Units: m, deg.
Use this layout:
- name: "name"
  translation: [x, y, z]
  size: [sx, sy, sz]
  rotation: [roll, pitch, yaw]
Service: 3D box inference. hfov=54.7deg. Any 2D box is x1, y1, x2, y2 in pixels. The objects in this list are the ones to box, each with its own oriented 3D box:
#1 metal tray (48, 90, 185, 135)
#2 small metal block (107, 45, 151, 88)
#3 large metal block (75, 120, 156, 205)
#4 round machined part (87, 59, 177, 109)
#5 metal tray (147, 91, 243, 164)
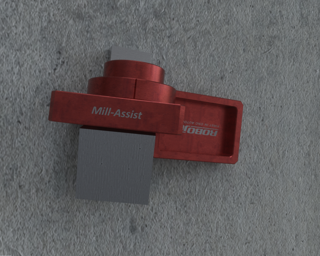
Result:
- name: "metal tray"
  translation: [-0.043, -0.014, 0.342]
  size: [0.131, 0.090, 0.030]
  rotation: [6, 89, -2]
- name: "small metal block"
  translation: [-0.042, -0.073, 0.396]
  size: [0.050, 0.025, 0.050]
  rotation: [7, 88, -20]
- name: "large metal block"
  translation: [-0.049, 0.038, 0.360]
  size: [0.081, 0.050, 0.079]
  rotation: [6, 101, -3]
- name: "round machined part"
  translation: [-0.030, -0.048, 0.349]
  size: [0.099, 0.098, 0.042]
  rotation: [6, 88, -20]
- name: "metal tray"
  translation: [0.048, 0.000, 0.426]
  size: [0.131, 0.030, 0.089]
  rotation: [7, 88, -20]
